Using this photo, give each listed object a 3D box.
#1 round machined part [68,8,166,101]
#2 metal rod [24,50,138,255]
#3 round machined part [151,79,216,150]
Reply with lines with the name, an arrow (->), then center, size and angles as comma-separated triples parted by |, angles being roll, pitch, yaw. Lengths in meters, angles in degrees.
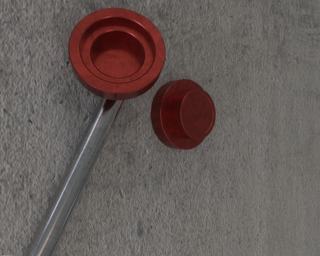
round machined part -> -0.046, -0.075, 0.336 | 0.099, 0.042, 0.098 | 2, 75, -9
metal rod -> -0.076, 0.021, 0.340 | 0.025, 0.025, 0.300 | 35, 69, -35
round machined part -> 0.039, -0.019, 0.426 | 0.099, 0.042, 0.097 | 0, 90, -40
